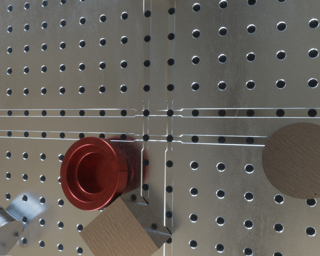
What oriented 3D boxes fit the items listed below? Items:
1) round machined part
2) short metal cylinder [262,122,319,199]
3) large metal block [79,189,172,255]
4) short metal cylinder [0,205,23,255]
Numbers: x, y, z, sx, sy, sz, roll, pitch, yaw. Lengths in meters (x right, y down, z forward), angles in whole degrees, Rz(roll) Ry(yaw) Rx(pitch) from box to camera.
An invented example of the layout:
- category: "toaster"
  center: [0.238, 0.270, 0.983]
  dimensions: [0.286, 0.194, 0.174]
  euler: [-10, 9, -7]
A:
- category: "round machined part"
  center: [-0.086, 0.062, 0.428]
  dimensions: [0.098, 0.042, 0.097]
  euler: [-4, 81, 26]
- category: "short metal cylinder"
  center: [0.156, 0.034, 0.344]
  dimensions: [0.080, 0.050, 0.080]
  euler: [0, 90, 20]
- category: "large metal block"
  center: [-0.046, 0.142, 0.415]
  dimensions: [0.080, 0.050, 0.080]
  euler: [-43, 77, 15]
- category: "short metal cylinder"
  center: [-0.262, 0.163, 0.476]
  dimensions: [0.050, 0.080, 0.080]
  euler: [30, 100, 17]
